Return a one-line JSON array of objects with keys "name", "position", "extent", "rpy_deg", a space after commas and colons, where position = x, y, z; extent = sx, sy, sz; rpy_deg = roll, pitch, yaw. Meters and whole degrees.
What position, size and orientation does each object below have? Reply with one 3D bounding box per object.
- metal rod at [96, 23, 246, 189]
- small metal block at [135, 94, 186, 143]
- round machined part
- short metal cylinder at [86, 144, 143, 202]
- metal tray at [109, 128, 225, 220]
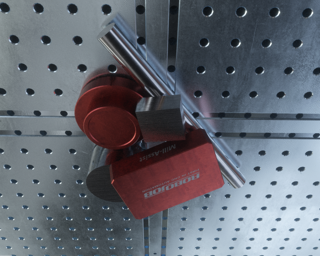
[{"name": "metal rod", "position": [0.032, -0.009, 0.400], "extent": [0.025, 0.025, 0.300], "rpy_deg": [-29, 125, 22]}, {"name": "small metal block", "position": [0.003, -0.010, 0.367], "extent": [0.050, 0.025, 0.050], "rpy_deg": [-4, 133, 10]}, {"name": "round machined part", "position": [-0.057, -0.011, 0.384], "extent": [0.099, 0.042, 0.097], "rpy_deg": [0, 130, 1]}, {"name": "short metal cylinder", "position": [-0.060, 0.061, 0.441], "extent": [0.081, 0.050, 0.079], "rpy_deg": [0, 130, 0]}, {"name": "metal tray", "position": [0.012, 0.063, 0.407], "extent": [0.131, 0.030, 0.090], "rpy_deg": [-22, 128, 1]}]
